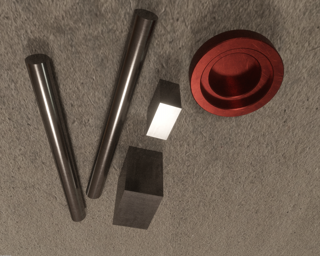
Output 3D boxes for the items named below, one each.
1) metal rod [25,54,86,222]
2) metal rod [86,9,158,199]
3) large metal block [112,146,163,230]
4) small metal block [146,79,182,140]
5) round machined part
[{"bbox_3d":[-0.138,0.037,0.436,0.025,0.025,0.298,0,130,-1],"label":"metal rod"},{"bbox_3d":[-0.060,-0.005,0.401,0.025,0.025,0.298,14,129,-12],"label":"metal rod"},{"bbox_3d":[-0.031,0.085,0.444,0.050,0.080,0.079,13,129,-11],"label":"large metal block"},{"bbox_3d":[0.004,-0.022,0.372,0.025,0.050,0.050,15,129,-13],"label":"small metal block"},{"bbox_3d":[0.081,-0.063,0.344,0.099,0.042,0.097,-1,130,0],"label":"round machined part"}]
